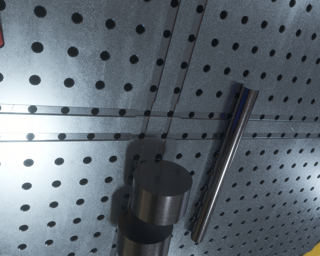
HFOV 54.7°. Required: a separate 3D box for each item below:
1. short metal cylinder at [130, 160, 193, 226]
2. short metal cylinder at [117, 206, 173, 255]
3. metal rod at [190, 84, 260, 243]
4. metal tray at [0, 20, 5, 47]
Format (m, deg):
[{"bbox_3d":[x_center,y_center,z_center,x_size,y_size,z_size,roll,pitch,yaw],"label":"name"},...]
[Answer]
[{"bbox_3d":[0.001,0.087,0.430,0.081,0.080,0.050,-6,121,-26],"label":"short metal cylinder"},{"bbox_3d":[-0.023,0.158,0.460,0.081,0.080,0.050,-7,121,-25],"label":"short metal cylinder"},{"bbox_3d":[0.100,0.072,0.510,0.025,0.025,0.298,-1,119,-28],"label":"metal rod"},{"bbox_3d":[-0.180,-0.123,0.232,0.091,0.030,0.129,-12,124,-22],"label":"metal tray"}]
